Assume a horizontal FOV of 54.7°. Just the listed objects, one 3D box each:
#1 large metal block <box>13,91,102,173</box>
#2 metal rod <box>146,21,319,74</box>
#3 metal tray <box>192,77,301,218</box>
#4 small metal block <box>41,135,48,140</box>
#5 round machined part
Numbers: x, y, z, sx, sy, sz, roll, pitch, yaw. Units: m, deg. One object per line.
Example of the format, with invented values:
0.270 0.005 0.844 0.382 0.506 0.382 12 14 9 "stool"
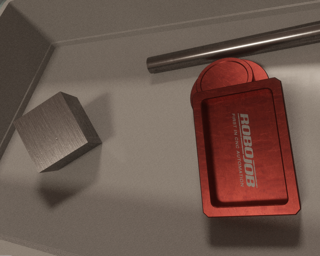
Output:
-0.143 0.007 0.437 0.080 0.050 0.080 -32 81 7 "large metal block"
0.122 -0.109 0.408 0.301 0.025 0.025 -6 59 24 "metal rod"
0.085 0.022 0.315 0.090 0.030 0.129 -9 78 23 "metal tray"
-0.180 0.005 0.495 0.050 0.025 0.050 -49 52 -7 "small metal block"
0.083 -0.047 0.379 0.098 0.042 0.098 -13 56 20 "round machined part"
